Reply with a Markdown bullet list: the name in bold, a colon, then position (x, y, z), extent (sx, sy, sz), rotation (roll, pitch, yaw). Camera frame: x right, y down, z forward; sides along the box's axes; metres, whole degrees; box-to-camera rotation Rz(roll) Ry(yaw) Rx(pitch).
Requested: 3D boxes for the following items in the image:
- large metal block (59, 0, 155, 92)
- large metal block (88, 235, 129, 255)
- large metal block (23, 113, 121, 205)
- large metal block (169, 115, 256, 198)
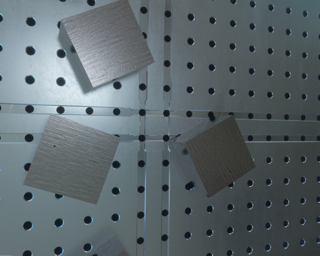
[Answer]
- **large metal block**: position (-0.065, -0.098, 0.376), extent (0.081, 0.050, 0.080), rotation (-27, 99, -18)
- **large metal block**: position (-0.062, 0.195, 0.378), extent (0.080, 0.050, 0.080), rotation (-34, 101, -17)
- **large metal block**: position (-0.102, 0.035, 0.362), extent (0.080, 0.050, 0.080), rotation (21, 83, -19)
- **large metal block**: position (0.072, 0.036, 0.427), extent (0.081, 0.050, 0.080), rotation (-28, 100, -18)
